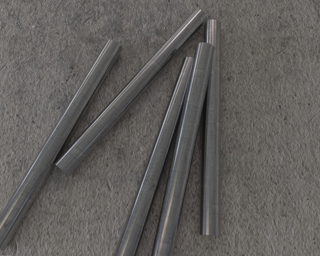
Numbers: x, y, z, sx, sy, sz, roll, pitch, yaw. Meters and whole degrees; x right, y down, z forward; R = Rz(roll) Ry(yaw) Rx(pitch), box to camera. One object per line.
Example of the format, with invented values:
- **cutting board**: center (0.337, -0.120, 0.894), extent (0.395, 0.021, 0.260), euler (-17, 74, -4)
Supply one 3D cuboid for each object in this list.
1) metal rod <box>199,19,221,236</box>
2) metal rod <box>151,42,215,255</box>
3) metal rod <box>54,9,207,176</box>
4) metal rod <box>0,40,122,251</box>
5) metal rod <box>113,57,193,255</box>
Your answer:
- **metal rod**: center (0.068, -0.014, 0.413), extent (0.025, 0.025, 0.299), euler (4, 70, 1)
- **metal rod**: center (0.029, 0.030, 0.385), extent (0.025, 0.025, 0.299), euler (12, 75, 4)
- **metal rod**: center (-0.031, -0.059, 0.429), extent (0.025, 0.025, 0.300), euler (36, 74, 12)
- **metal rod**: center (-0.128, 0.008, 0.404), extent (0.025, 0.025, 0.300), euler (23, 71, 8)
- **metal rod**: center (-0.002, 0.039, 0.393), extent (0.025, 0.025, 0.299), euler (17, 71, 6)
